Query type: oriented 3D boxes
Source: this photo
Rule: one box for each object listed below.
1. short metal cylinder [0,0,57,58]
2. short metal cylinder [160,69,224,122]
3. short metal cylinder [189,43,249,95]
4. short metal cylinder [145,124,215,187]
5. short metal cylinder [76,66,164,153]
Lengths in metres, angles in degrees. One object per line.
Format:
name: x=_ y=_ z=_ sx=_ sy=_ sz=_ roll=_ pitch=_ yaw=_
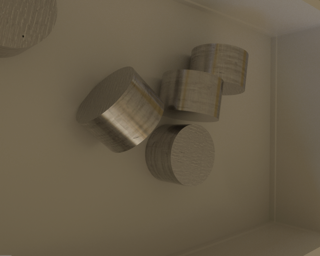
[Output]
short metal cylinder: x=-0.140 y=-0.106 z=0.273 sx=0.081 sy=0.050 sz=0.080 roll=0 pitch=90 yaw=-40
short metal cylinder: x=0.040 y=-0.039 z=0.404 sx=0.081 sy=0.080 sz=0.050 roll=13 pitch=82 yaw=-39
short metal cylinder: x=0.082 y=-0.080 z=0.439 sx=0.081 sy=0.080 sz=0.050 roll=13 pitch=82 yaw=-39
short metal cylinder: x=0.028 y=0.035 z=0.413 sx=0.081 sy=0.050 sz=0.080 roll=0 pitch=90 yaw=-40
short metal cylinder: x=-0.043 y=-0.020 z=0.335 sx=0.050 sy=0.080 sz=0.080 roll=47 pitch=62 yaw=-30
